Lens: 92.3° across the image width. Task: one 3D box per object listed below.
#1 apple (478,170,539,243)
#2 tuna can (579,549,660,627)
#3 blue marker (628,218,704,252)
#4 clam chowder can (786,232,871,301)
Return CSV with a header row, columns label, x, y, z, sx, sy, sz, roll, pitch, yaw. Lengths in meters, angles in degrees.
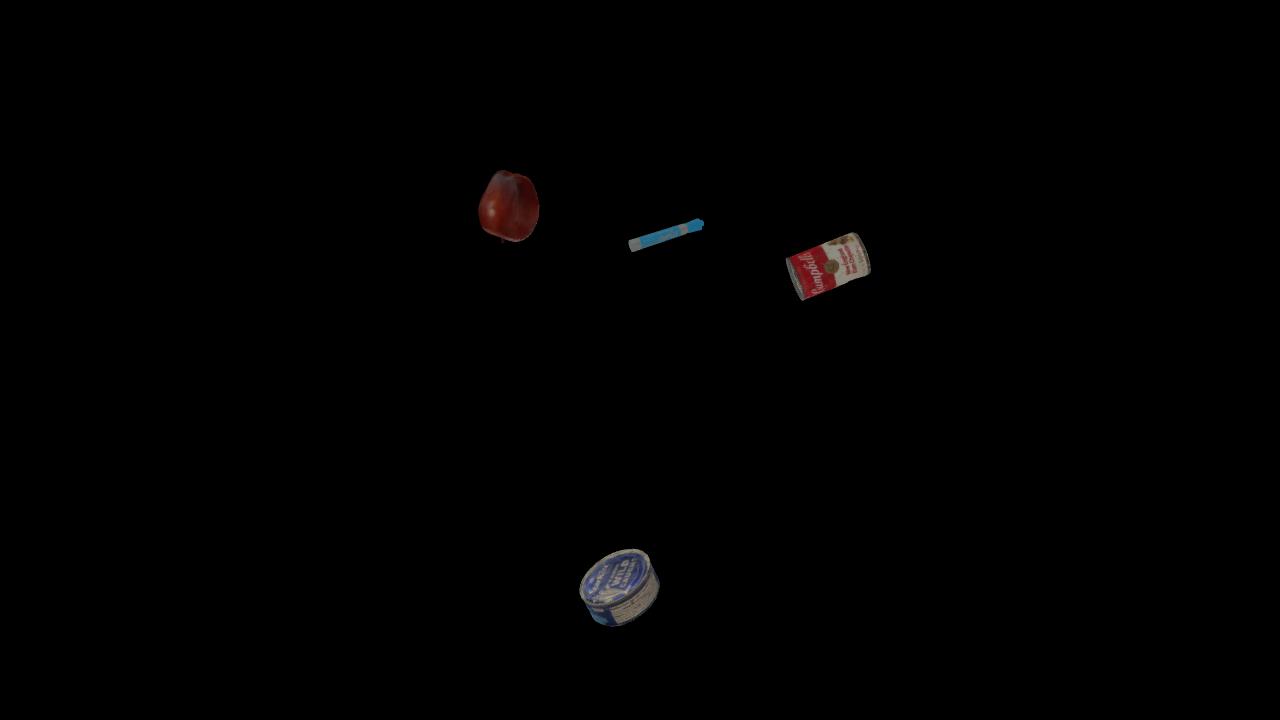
label,x,y,z,sx,sy,sz,roll,pitch,yaw
apple,-0.174,-0.202,0.820,0.079,0.093,0.079,16,14,-4
tuna can,-0.022,0.248,0.672,0.084,0.034,0.084,-21,17,7
blue marker,0.041,-0.191,0.935,0.121,0.020,0.020,-20,4,-11
clam chowder can,0.272,-0.136,0.892,0.102,0.068,0.068,-21,-3,8
